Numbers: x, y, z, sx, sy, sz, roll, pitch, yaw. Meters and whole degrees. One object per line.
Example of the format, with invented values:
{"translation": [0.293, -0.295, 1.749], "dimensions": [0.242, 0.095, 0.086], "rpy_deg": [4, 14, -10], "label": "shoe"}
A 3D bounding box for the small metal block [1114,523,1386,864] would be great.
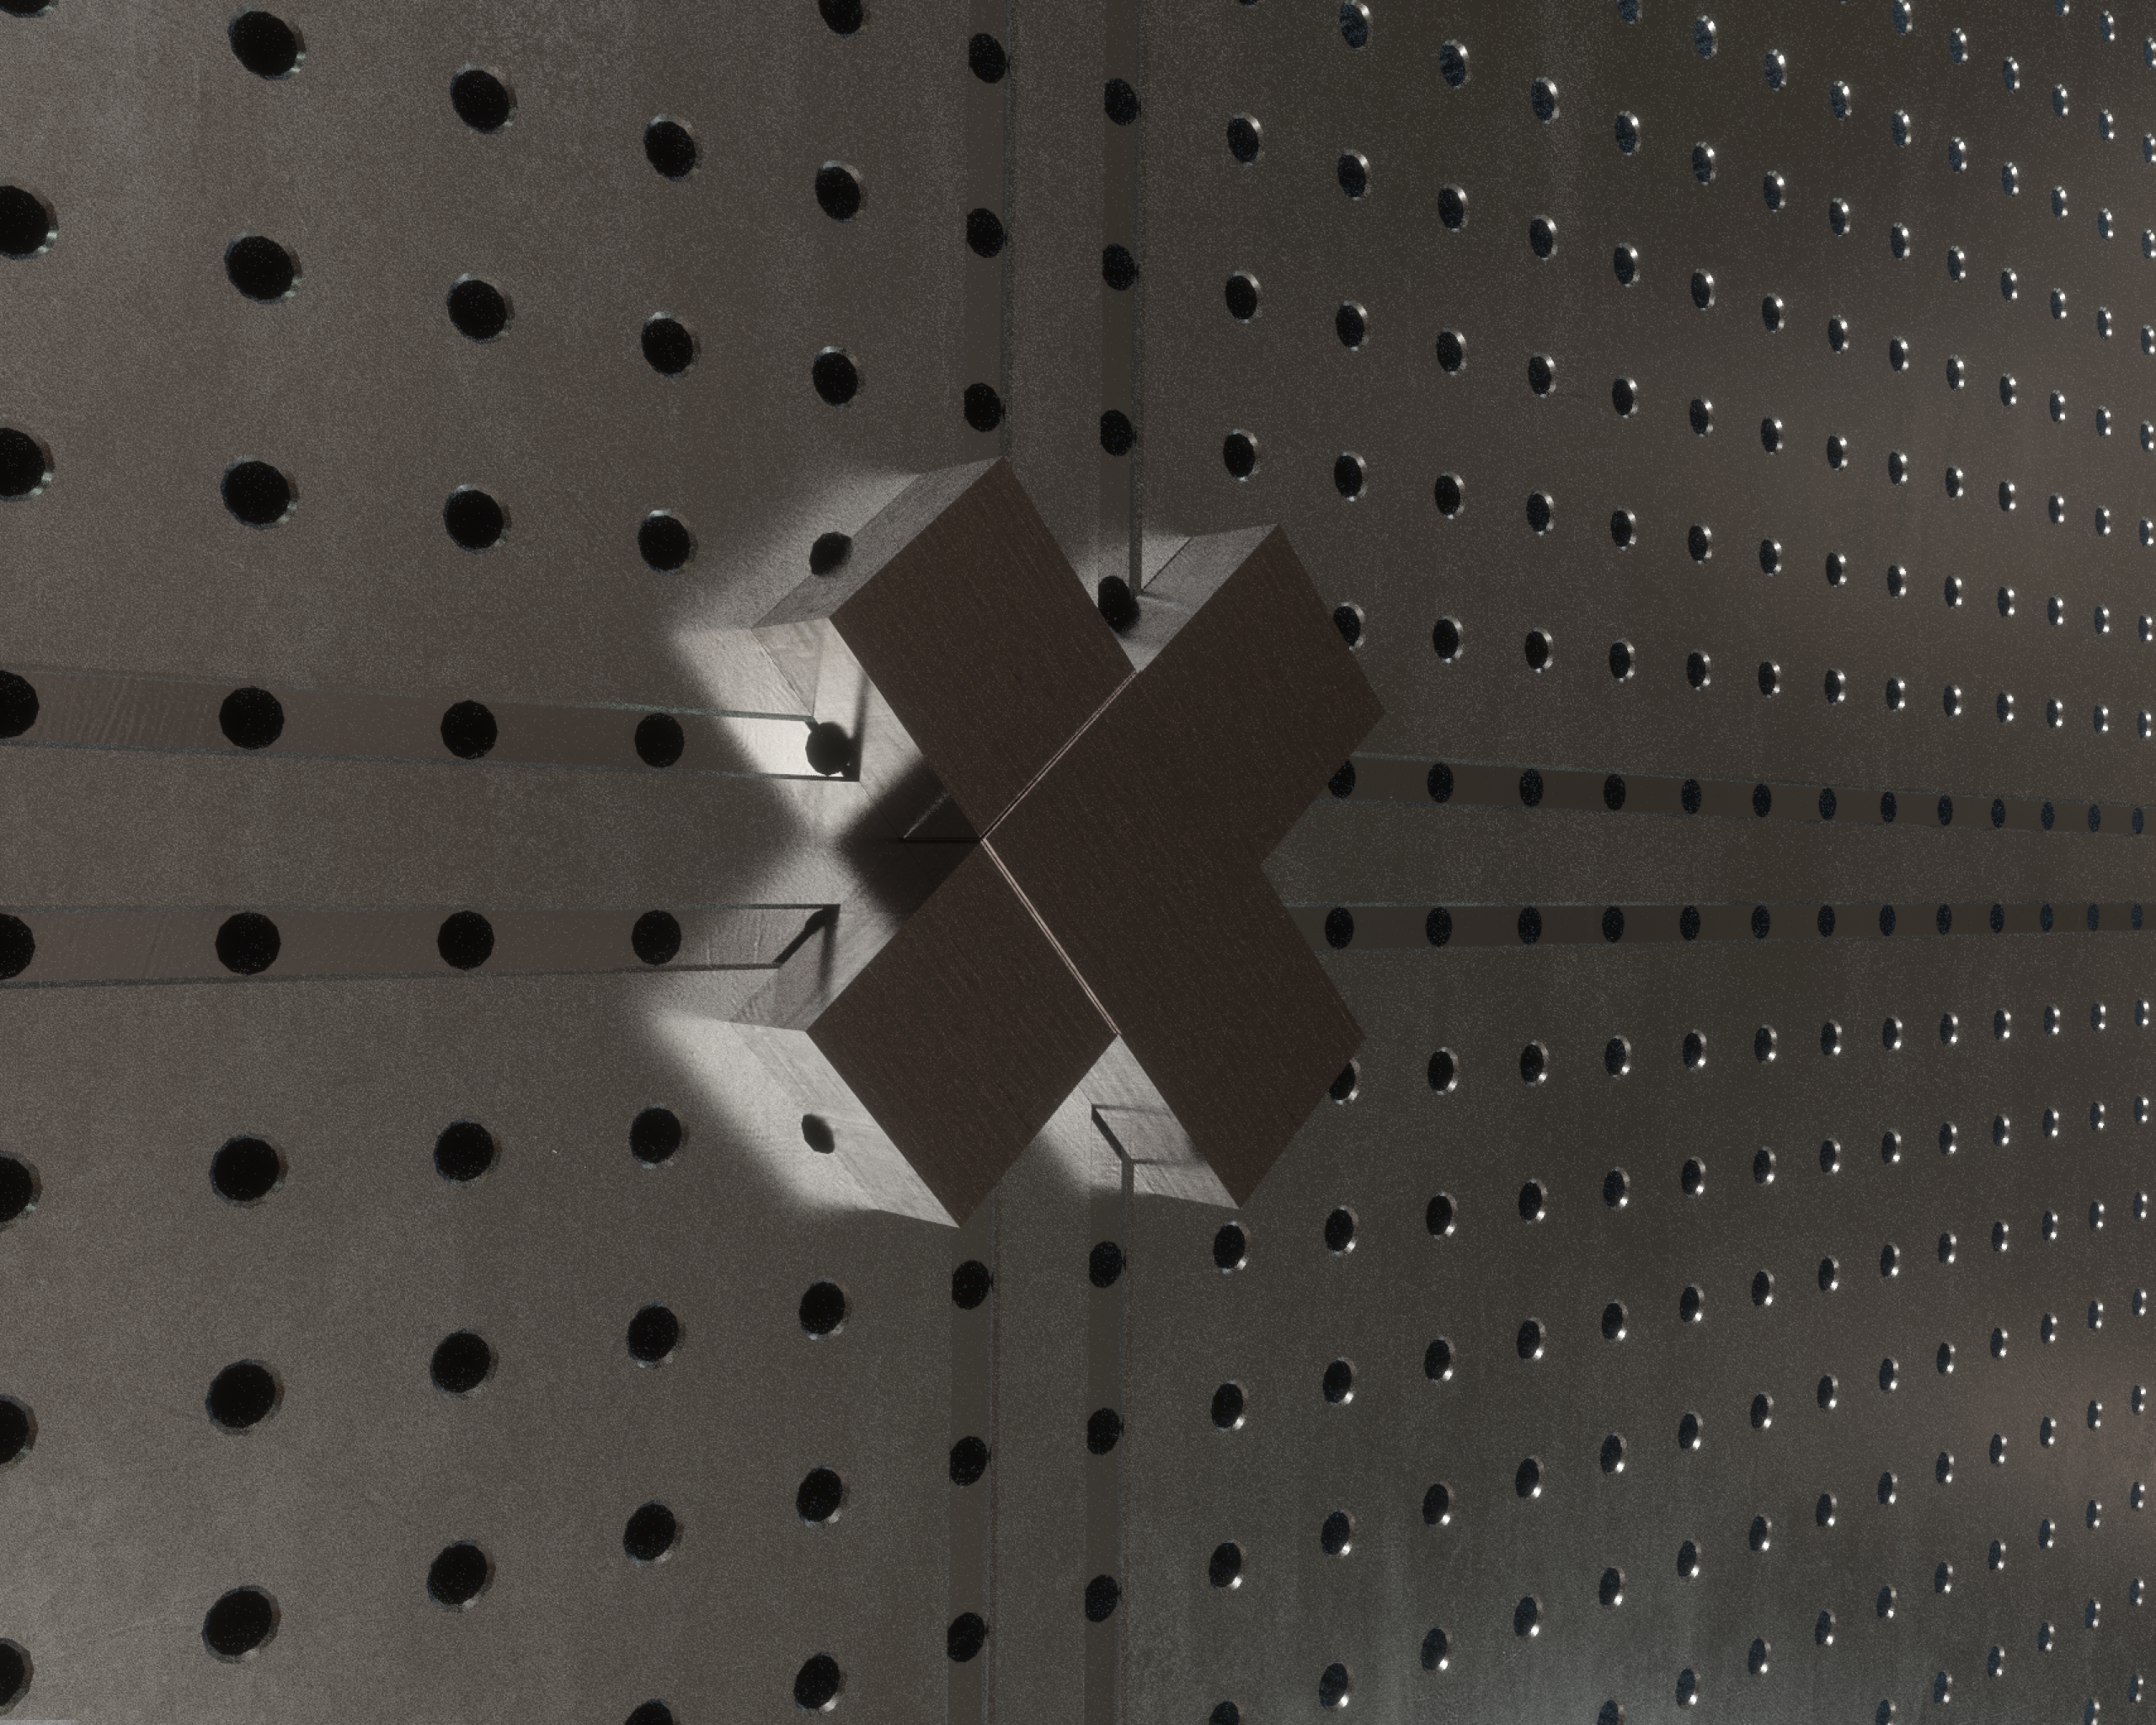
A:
{"translation": [0.031, -0.035, 0.437], "dimensions": [0.050, 0.025, 0.050], "rpy_deg": [-49, 119, -29], "label": "small metal block"}

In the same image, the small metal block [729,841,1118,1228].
{"translation": [-0.027, 0.031, 0.388], "dimensions": [0.050, 0.025, 0.050], "rpy_deg": [-49, 119, -29], "label": "small metal block"}

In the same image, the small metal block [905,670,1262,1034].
{"translation": [0.002, -0.002, 0.412], "dimensions": [0.050, 0.025, 0.050], "rpy_deg": [-49, 119, -29], "label": "small metal block"}

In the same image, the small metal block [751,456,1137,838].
{"translation": [-0.024, -0.040, 0.391], "dimensions": [0.050, 0.025, 0.050], "rpy_deg": [-49, 119, -29], "label": "small metal block"}

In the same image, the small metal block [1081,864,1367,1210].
{"translation": [0.027, 0.035, 0.434], "dimensions": [0.050, 0.025, 0.050], "rpy_deg": [-49, 119, -29], "label": "small metal block"}
